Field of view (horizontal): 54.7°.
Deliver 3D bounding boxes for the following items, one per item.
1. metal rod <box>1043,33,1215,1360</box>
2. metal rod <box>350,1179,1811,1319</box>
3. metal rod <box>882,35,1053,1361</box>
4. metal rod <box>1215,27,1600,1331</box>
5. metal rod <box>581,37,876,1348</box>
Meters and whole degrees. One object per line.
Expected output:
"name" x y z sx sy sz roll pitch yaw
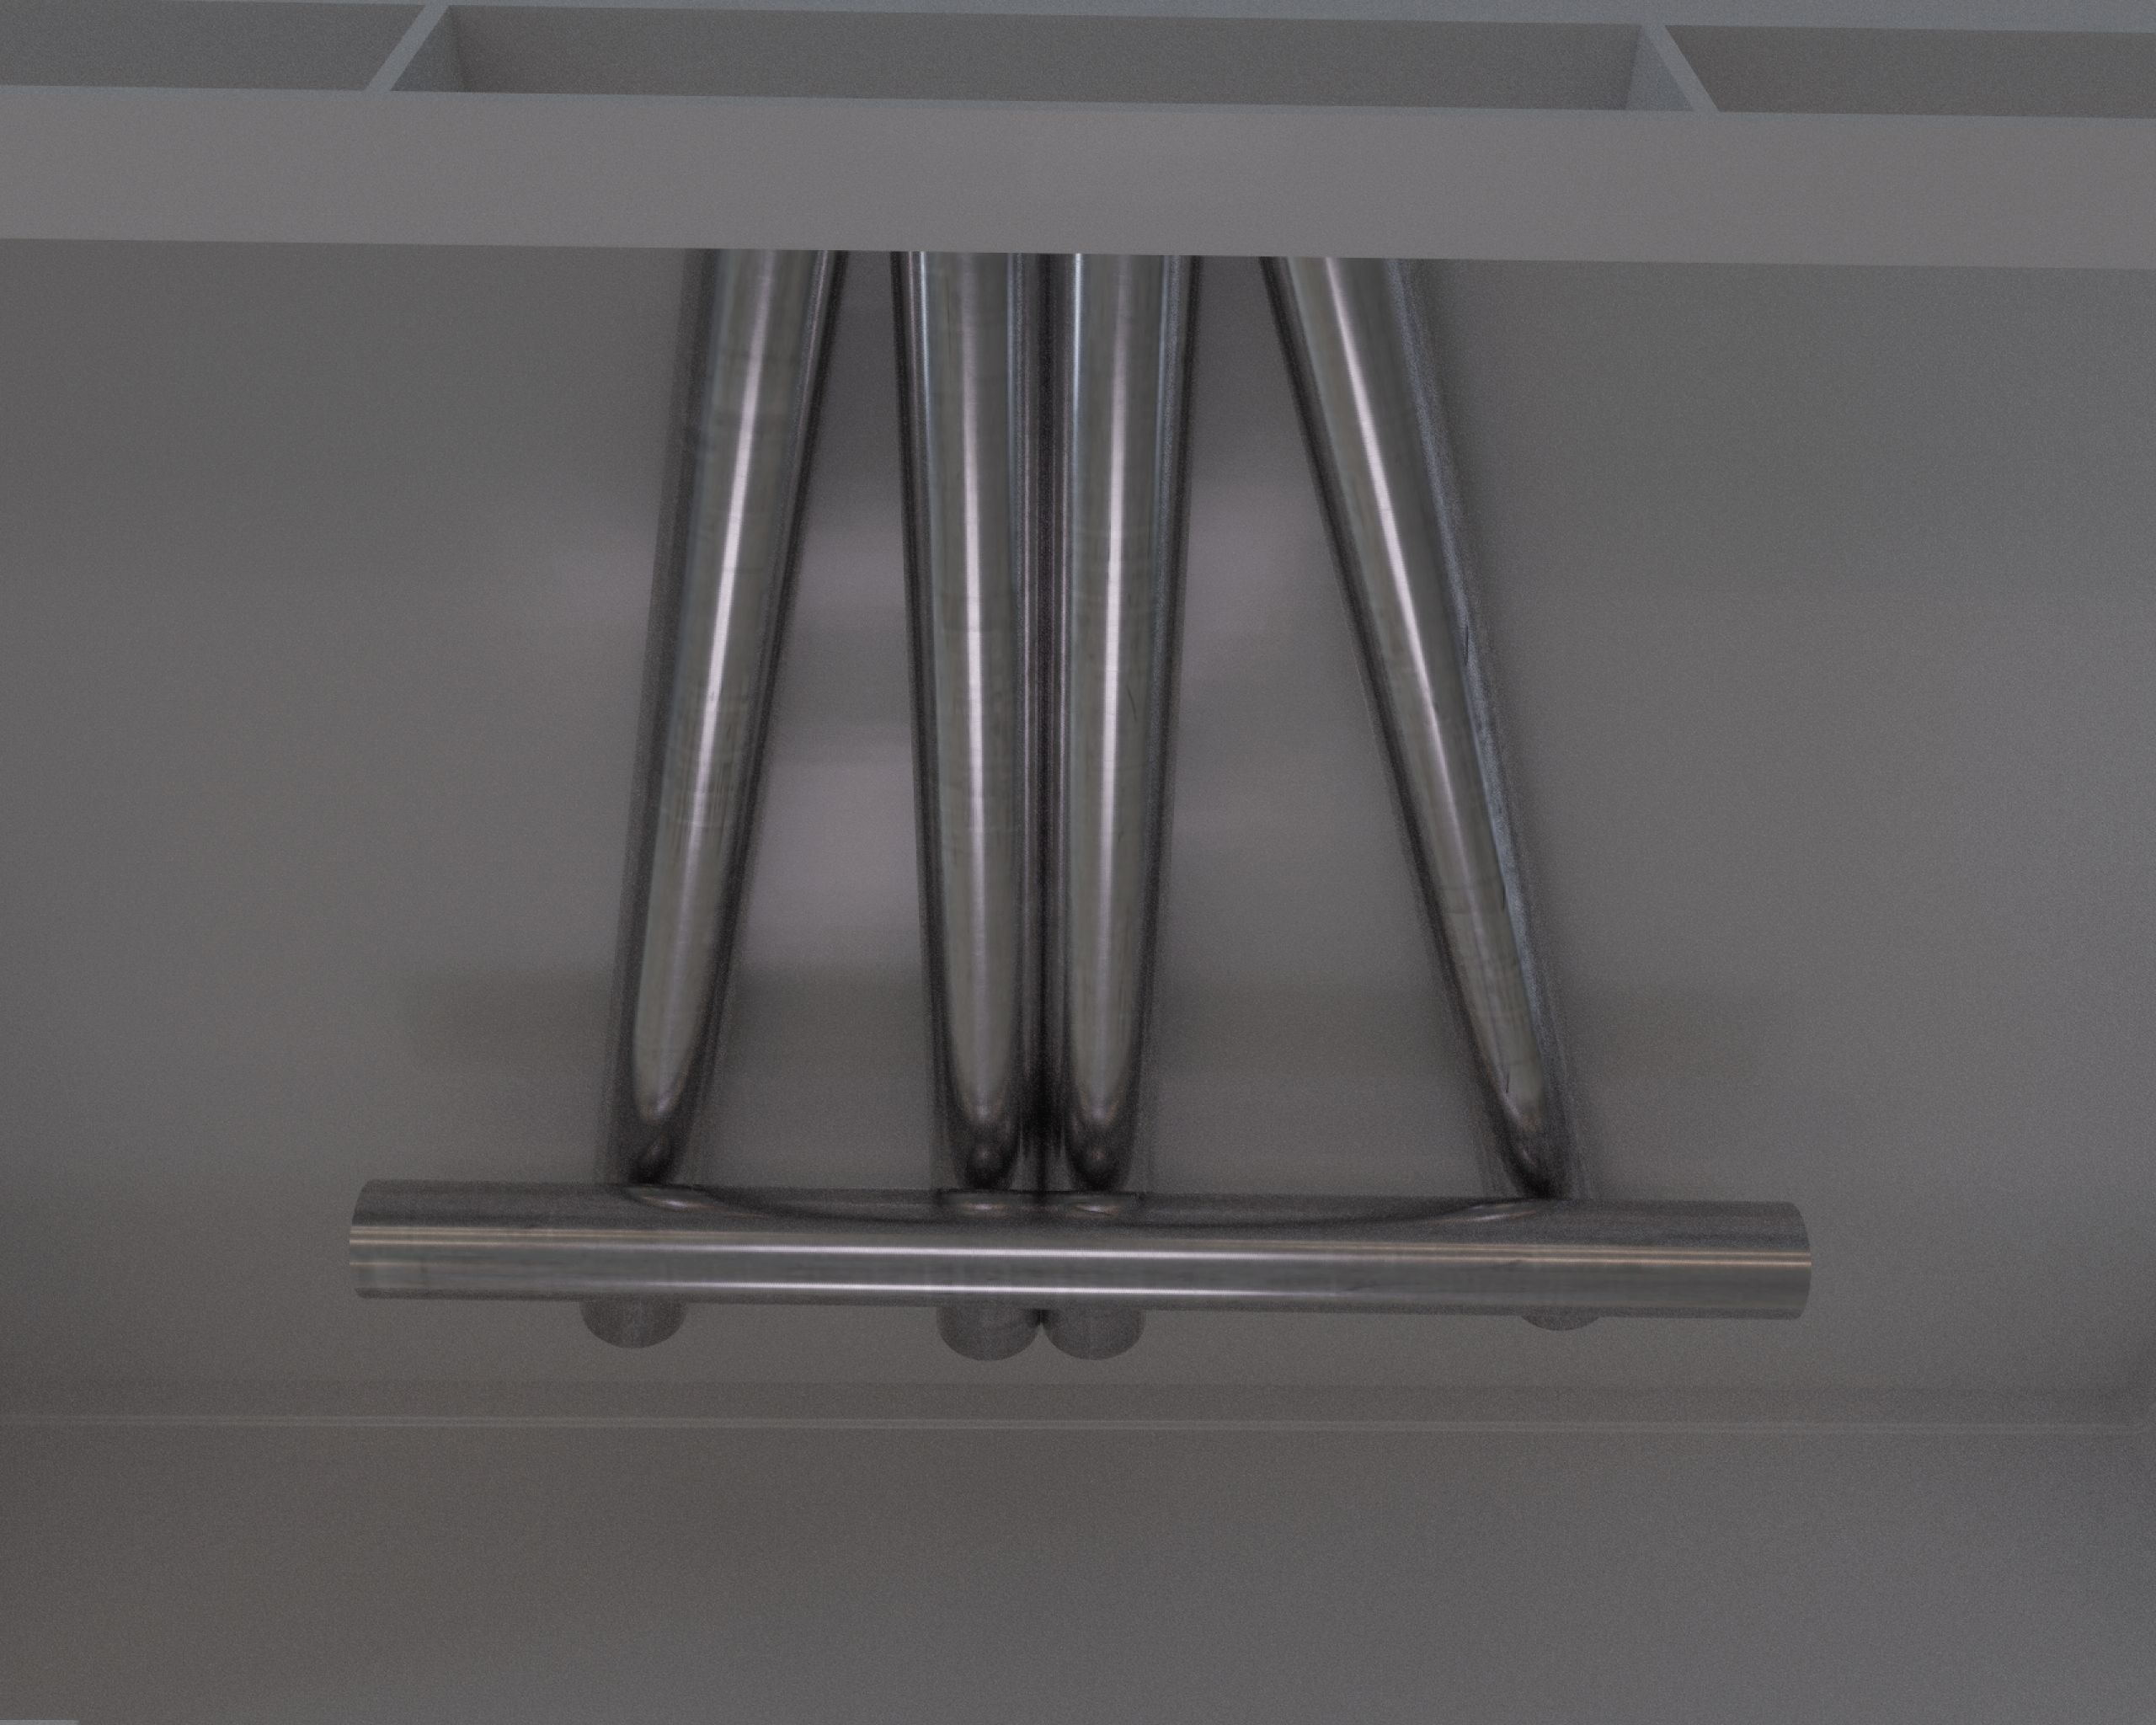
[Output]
"metal rod" 0.006 -0.004 0.404 0.025 0.025 0.298 0 130 -1
"metal rod" 0.001 0.082 0.443 0.302 0.025 0.025 1 130 -1
"metal rod" -0.019 -0.004 0.404 0.025 0.025 0.298 1 130 -1
"metal rod" 0.074 -0.009 0.401 0.025 0.025 0.299 -12 129 10
"metal rod" -0.074 -0.006 0.402 0.025 0.025 0.298 9 130 -8
